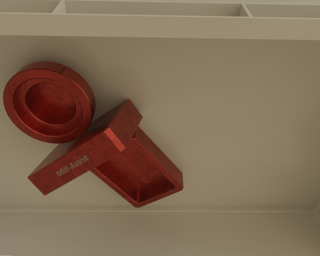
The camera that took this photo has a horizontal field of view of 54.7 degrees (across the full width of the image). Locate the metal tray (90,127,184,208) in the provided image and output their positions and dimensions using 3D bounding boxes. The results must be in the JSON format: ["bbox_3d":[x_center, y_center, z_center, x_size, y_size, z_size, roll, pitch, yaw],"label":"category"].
[{"bbox_3d":[-0.036,0.061,0.457,0.090,0.030,0.130,-27,126,21],"label":"metal tray"}]

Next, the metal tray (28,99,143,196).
[{"bbox_3d":[-0.089,0.022,0.380,0.130,0.090,0.030,-30,107,22],"label":"metal tray"}]

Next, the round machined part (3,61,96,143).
[{"bbox_3d":[-0.124,-0.033,0.363,0.099,0.042,0.097,1,124,1],"label":"round machined part"}]
